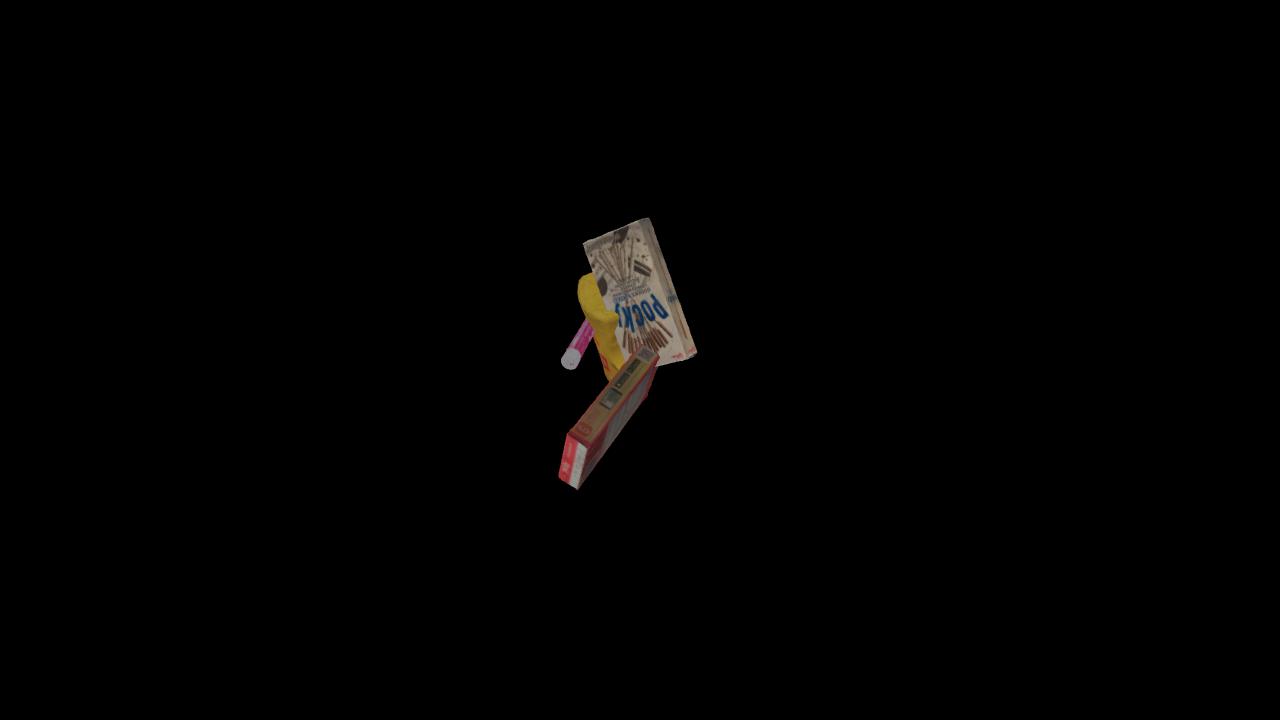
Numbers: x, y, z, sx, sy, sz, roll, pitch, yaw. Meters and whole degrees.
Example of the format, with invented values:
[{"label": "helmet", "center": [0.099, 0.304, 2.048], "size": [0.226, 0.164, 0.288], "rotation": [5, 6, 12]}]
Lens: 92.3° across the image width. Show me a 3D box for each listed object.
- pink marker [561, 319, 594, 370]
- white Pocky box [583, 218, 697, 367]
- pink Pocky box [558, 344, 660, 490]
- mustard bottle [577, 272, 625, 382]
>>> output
[{"label": "pink marker", "center": [-0.062, -0.031, 0.703], "size": [0.020, 0.020, 0.121], "rotation": [0, 35, 16]}, {"label": "white Pocky box", "center": [-0.001, -0.067, 0.665], "size": [0.084, 0.154, 0.028], "rotation": [-14, 10, 37]}, {"label": "pink Pocky box", "center": [-0.030, 0.056, 0.649], "size": [0.029, 0.084, 0.155], "rotation": [30, 49, 10]}, {"label": "mustard bottle", "center": [-0.028, -0.017, 0.763], "size": [0.054, 0.184, 0.092], "rotation": [-27, 50, -11]}]
